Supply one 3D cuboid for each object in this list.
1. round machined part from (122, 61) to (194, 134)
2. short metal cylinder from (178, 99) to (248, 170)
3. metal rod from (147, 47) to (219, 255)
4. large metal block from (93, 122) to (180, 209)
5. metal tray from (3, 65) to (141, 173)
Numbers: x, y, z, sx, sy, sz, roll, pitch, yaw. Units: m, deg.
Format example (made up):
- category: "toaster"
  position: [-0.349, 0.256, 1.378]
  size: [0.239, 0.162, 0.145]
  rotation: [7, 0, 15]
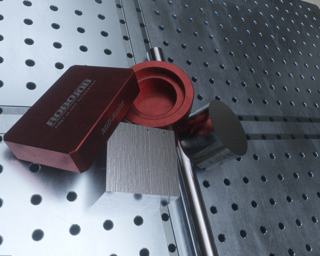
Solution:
- category: "round machined part"
  position: [-0.007, -0.035, 0.398]
  size: [0.099, 0.042, 0.098]
  rotation: [0, 64, 0]
- category: "short metal cylinder"
  position: [0.070, 0.009, 0.407]
  size: [0.080, 0.050, 0.080]
  rotation: [31, 43, -33]
- category: "metal rod"
  position: [0.023, 0.016, 0.411]
  size: [0.025, 0.025, 0.299]
  rotation: [1, 61, -28]
- category: "large metal block"
  position: [-0.028, 0.044, 0.350]
  size: [0.081, 0.050, 0.080]
  rotation: [10, 58, -23]
- category: "metal tray"
  position: [-0.089, -0.018, 0.336]
  size: [0.090, 0.030, 0.130]
  rotation: [8, 48, 23]
